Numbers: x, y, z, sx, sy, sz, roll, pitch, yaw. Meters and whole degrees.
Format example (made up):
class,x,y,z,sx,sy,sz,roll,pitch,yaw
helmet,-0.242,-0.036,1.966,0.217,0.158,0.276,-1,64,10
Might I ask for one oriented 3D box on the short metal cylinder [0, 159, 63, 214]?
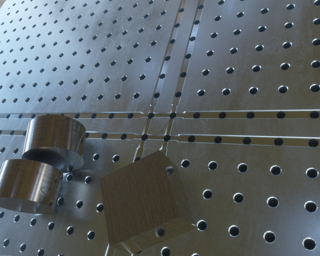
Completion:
class,x,y,z,sx,sy,sz,roll,pitch,yaw
short metal cylinder,-0.177,0.081,0.416,0.080,0.080,0.050,-9,58,23

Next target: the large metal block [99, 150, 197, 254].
class,x,y,z,sx,sy,sz,roll,pitch,yaw
large metal block,-0.015,0.084,0.349,0.080,0.050,0.080,-26,53,11

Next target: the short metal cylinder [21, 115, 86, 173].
class,x,y,z,sx,sy,sz,roll,pitch,yaw
short metal cylinder,-0.147,0.024,0.435,0.080,0.080,0.050,-17,55,18
